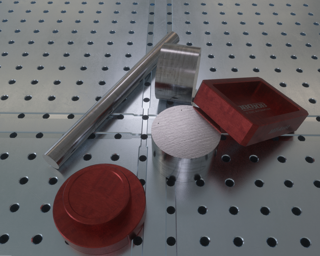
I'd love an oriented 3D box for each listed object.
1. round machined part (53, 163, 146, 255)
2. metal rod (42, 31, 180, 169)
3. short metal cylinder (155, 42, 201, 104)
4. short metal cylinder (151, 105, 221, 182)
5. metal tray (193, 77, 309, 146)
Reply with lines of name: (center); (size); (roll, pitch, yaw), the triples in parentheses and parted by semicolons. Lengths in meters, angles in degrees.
round machined part: (-0.064, 0.078, 0.330); (0.099, 0.042, 0.098); (0, 50, 0)
metal rod: (-0.054, -0.058, 0.455); (0.025, 0.025, 0.301); (25, 54, 19)
short metal cylinder: (0.026, -0.076, 0.436); (0.050, 0.080, 0.080); (10, 51, 8)
short metal cylinder: (0.030, 0.018, 0.376); (0.081, 0.050, 0.080); (0, 50, 0)
metal tray: (0.118, -0.027, 0.394); (0.131, 0.030, 0.090); (-10, 46, -41)
